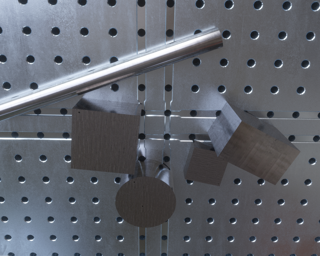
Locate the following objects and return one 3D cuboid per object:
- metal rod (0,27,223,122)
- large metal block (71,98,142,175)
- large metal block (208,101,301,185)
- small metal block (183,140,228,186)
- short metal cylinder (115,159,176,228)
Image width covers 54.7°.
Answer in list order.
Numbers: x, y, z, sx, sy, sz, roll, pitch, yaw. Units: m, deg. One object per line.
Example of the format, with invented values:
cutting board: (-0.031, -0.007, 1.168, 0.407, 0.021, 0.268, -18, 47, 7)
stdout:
metal rod: (-0.071, -0.065, 0.388, 0.301, 0.025, 0.025, -18, 109, 6)
large metal block: (-0.068, 0.010, 0.403, 0.081, 0.050, 0.079, 6, 110, -3)
large metal block: (0.113, 0.016, 0.392, 0.080, 0.080, 0.050, 26, 108, -10)
small metal block: (0.064, 0.049, 0.432, 0.050, 0.025, 0.050, 12, 110, -5)
short metal cylinder: (-0.019, 0.091, 0.433, 0.081, 0.050, 0.079, 0, 110, -1)
